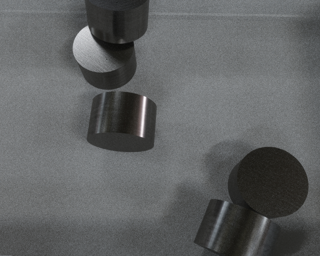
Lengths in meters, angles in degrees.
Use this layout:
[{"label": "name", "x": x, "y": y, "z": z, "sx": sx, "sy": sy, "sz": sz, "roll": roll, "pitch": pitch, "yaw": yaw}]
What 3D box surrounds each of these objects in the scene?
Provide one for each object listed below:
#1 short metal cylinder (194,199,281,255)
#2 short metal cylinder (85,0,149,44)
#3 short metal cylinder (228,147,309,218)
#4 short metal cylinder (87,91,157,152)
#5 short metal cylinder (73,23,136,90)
[{"label": "short metal cylinder", "x": 0.084, "y": 0.118, "z": 0.338, "sx": 0.080, "sy": 0.080, "sz": 0.050, "roll": 23, "pitch": 72, "yaw": 8}, {"label": "short metal cylinder", "x": -0.055, "y": -0.156, "z": 0.401, "sx": 0.081, "sy": 0.050, "sz": 0.080, "roll": 3, "pitch": 57, "yaw": -4}, {"label": "short metal cylinder", "x": 0.127, "y": 0.068, "z": 0.373, "sx": 0.081, "sy": 0.050, "sz": 0.080, "roll": 0, "pitch": 70, "yaw": 0}, {"label": "short metal cylinder", "x": -0.046, "y": -0.005, "z": 0.382, "sx": 0.081, "sy": 0.080, "sz": 0.050, "roll": 3, "pitch": 70, "yaw": 1}, {"label": "short metal cylinder", "x": -0.075, "y": -0.100, "z": 0.432, "sx": 0.081, "sy": 0.050, "sz": 0.080, "roll": 0, "pitch": 70, "yaw": 0}]
